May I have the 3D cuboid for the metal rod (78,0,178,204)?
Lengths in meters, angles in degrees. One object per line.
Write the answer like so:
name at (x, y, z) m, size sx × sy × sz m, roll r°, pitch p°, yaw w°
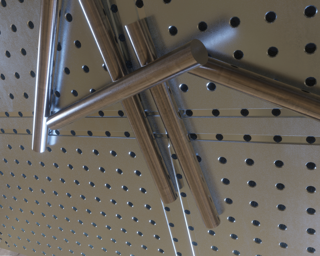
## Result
metal rod at (-0.035, -0.024, 0.412) m, size 0.025 × 0.025 × 0.298 m, roll -7°, pitch 115°, yaw 31°

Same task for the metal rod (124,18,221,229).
metal rod at (0.024, 0.009, 0.403) m, size 0.025 × 0.025 × 0.299 m, roll -9°, pitch 114°, yaw 32°

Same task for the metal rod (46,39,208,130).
metal rod at (-0.066, -0.039, 0.388) m, size 0.299 × 0.025 × 0.025 m, roll -17°, pitch 110°, yaw 44°

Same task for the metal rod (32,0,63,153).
metal rod at (-0.166, -0.076, 0.449) m, size 0.025 × 0.025 × 0.298 m, roll 29°, pitch 128°, yaw 9°

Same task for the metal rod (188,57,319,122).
metal rod at (0.158, -0.021, 0.314) m, size 0.301 × 0.025 × 0.025 m, roll 23°, pitch 127°, yaw 13°
